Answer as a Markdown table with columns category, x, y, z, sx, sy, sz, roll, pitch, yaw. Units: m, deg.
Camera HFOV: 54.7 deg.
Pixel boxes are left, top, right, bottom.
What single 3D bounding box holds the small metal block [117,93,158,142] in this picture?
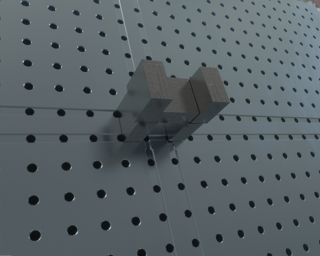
| category | x | y | z | sx | sy | sz | roll | pitch | yaw |
| --- | --- | --- | --- | --- | --- | --- | --- | --- | --- |
| small metal block | -0.029 | -0.016 | 0.387 | 0.025 | 0.050 | 0.050 | 1 | 62 | -28 |

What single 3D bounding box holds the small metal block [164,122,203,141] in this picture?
| category | x | y | z | sx | sy | sz | roll | pitch | yaw |
| --- | --- | --- | --- | --- | --- | --- | --- | --- | --- |
| small metal block | 0.028 | -0.016 | 0.418 | 0.025 | 0.050 | 0.050 | -1 | 62 | -29 |

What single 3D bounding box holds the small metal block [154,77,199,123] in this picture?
| category | x | y | z | sx | sy | sz | roll | pitch | yaw |
| --- | --- | --- | --- | --- | --- | --- | --- | --- | --- |
| small metal block | 0.014 | -0.034 | 0.374 | 0.050 | 0.025 | 0.050 | 1 | 61 | -28 |

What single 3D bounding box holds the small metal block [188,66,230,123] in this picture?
| category | x | y | z | sx | sy | sz | roll | pitch | yaw |
| --- | --- | --- | --- | --- | --- | --- | --- | --- | --- |
| small metal block | 0.054 | -0.040 | 0.381 | 0.025 | 0.050 | 0.050 | 0 | 61 | -28 |

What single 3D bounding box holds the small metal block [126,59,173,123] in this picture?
| category | x | y | z | sx | sy | sz | roll | pitch | yaw |
| --- | --- | --- | --- | --- | --- | --- | --- | --- | --- |
| small metal block | -0.013 | -0.040 | 0.345 | 0.025 | 0.050 | 0.050 | 0 | 61 | -28 |
